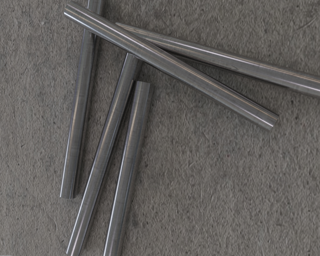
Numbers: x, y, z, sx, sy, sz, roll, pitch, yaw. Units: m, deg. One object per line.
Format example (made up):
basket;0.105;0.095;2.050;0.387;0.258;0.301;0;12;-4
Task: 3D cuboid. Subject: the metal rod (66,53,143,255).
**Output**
metal rod;-0.079;0.040;0.436;0.025;0.025;0.298;20;97;19

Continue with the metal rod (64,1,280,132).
metal rod;0.006;-0.082;0.389;0.301;0.025;0.025;31;100;10

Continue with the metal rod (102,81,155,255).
metal rod;-0.049;0.085;0.426;0.025;0.025;0.298;13;94;19

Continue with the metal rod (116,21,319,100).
metal rod;0.074;-0.084;0.382;0.301;0.025;0.025;21;97;18

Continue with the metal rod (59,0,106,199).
metal rod;-0.112;-0.047;0.448;0.025;0.025;0.298;10;93;19
